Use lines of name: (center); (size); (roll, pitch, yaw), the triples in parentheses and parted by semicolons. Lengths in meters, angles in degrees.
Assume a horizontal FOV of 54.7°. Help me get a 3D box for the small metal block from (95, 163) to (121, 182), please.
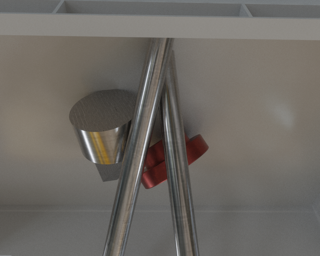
small metal block: (-0.064, 0.038, 0.420); (0.025, 0.050, 0.050); (2, 142, -50)

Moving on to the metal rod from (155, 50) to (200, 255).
metal rod: (0.022, 0.065, 0.340); (0.025, 0.025, 0.298); (-7, 89, 5)

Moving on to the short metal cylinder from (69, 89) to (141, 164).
short metal cylinder: (-0.061, -0.003, 0.370); (0.080, 0.080, 0.050); (-5, 130, 3)

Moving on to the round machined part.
round machined part: (0.011, 0.034, 0.403); (0.098, 0.098, 0.042); (-34, 88, 25)

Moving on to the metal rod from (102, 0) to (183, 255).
metal rod: (-0.024, 0.017, 0.336); (0.025, 0.025, 0.298); (11, 103, -10)
